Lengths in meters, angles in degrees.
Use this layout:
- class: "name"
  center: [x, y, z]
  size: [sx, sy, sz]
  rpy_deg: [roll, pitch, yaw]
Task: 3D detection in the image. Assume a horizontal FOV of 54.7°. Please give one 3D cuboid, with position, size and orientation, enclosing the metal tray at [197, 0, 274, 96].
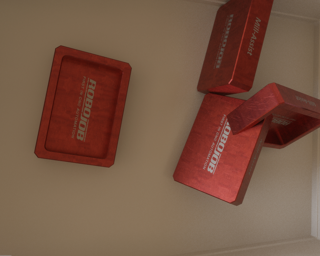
- class: "metal tray"
  center: [0.097, -0.110, 0.413]
  size: [0.030, 0.090, 0.129]
  rpy_deg: [17, 84, -20]

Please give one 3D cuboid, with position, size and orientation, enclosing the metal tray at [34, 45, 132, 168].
- class: "metal tray"
  center: [-0.092, -0.023, 0.374]
  size: [0.091, 0.030, 0.129]
  rpy_deg: [11, 86, -20]

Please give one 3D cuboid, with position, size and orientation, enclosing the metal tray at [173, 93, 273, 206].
- class: "metal tray"
  center: [0.082, 0.024, 0.408]
  size: [0.030, 0.090, 0.130]
  rpy_deg: [34, 76, -56]

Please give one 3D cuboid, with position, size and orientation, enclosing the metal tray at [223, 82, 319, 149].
- class: "metal tray"
  center: [0.158, -0.010, 0.417]
  size: [0.131, 0.090, 0.030]
  rpy_deg: [9, 53, -37]
